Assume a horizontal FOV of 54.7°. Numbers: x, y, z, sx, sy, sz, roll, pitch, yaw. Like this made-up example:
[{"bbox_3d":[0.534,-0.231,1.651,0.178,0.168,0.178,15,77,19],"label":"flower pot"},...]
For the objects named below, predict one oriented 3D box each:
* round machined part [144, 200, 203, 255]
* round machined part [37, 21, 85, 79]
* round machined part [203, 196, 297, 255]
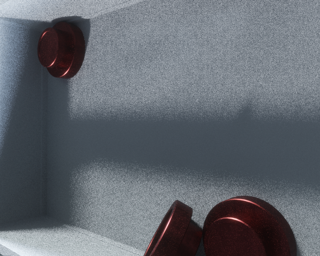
[{"bbox_3d":[0.015,0.136,0.357,0.042,0.098,0.097,29,111,4],"label":"round machined part"},{"bbox_3d":[-0.178,-0.138,0.543,0.098,0.042,0.097,0,90,40],"label":"round machined part"},{"bbox_3d":[0.086,0.124,0.325,0.098,0.042,0.097,0,90,40],"label":"round machined part"}]
